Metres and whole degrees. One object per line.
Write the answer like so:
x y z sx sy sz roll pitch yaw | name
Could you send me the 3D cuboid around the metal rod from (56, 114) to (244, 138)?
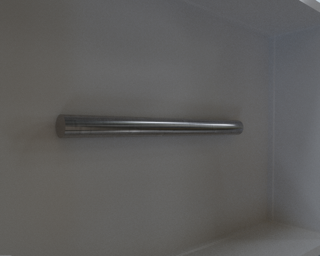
0.013 -0.001 0.417 0.302 0.025 0.025 0 90 -40 | metal rod
